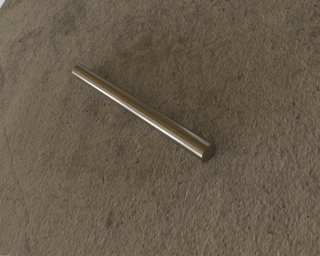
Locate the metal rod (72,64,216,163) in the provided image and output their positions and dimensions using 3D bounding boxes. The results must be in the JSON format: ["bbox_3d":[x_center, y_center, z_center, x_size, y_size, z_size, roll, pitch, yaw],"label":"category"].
[{"bbox_3d":[-0.043,-0.035,0.448,0.300,0.025,0.025,33,80,38],"label":"metal rod"}]
